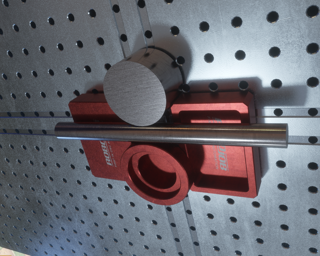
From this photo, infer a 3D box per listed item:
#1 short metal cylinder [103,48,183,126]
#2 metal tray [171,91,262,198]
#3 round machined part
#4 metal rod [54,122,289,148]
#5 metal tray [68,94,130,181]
[{"bbox_3d":[-0.019,-0.049,0.370,0.080,0.050,0.079,13,124,21],"label":"short metal cylinder"},{"bbox_3d":[0.071,0.022,0.379,0.090,0.030,0.129,1,119,27],"label":"metal tray"},{"bbox_3d":[0.000,0.053,0.416,0.098,0.042,0.097,13,124,21],"label":"round machined part"},{"bbox_3d":[-0.008,0.006,0.374,0.300,0.025,0.025,1,119,27],"label":"metal rod"},{"bbox_3d":[-0.071,0.015,0.448,0.090,0.030,0.129,3,120,27],"label":"metal tray"}]
